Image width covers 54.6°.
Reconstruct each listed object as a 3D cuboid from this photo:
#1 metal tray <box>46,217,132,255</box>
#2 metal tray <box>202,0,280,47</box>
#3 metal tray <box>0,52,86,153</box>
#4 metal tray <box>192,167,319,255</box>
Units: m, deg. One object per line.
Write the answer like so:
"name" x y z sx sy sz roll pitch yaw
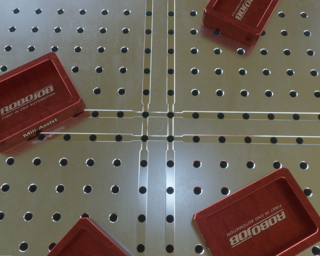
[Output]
"metal tray" -0.096 0.178 0.343 0.090 0.030 0.130 39 74 13
"metal tray" 0.135 -0.200 0.482 0.090 0.030 0.130 29 72 10
"metal tray" -0.181 -0.037 0.421 0.131 0.030 0.090 -29 73 -10
"metal tray" 0.116 0.115 0.367 0.131 0.030 0.090 -25 72 -9
